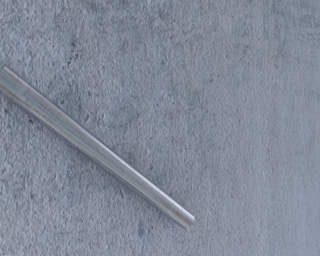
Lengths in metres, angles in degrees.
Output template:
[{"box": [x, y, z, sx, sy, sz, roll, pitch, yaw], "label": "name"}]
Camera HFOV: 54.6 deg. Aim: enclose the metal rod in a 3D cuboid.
[{"box": [-0.055, 0.040, 0.357, 0.300, 0.025, 0.025, 44, 64, -31], "label": "metal rod"}]
